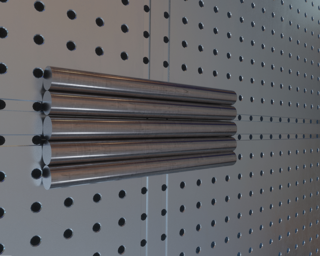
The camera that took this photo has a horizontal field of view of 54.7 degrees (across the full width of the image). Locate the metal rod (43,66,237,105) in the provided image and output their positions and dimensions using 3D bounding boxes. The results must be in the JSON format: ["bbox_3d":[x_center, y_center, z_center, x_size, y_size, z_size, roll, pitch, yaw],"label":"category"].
[{"bbox_3d":[0.001,-0.050,0.412,0.302,0.025,0.025,0,90,-40],"label":"metal rod"}]

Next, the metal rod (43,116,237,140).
[{"bbox_3d":[0.001,0.001,0.412,0.302,0.025,0.025,0,90,-40],"label":"metal rod"}]

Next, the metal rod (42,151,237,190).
[{"bbox_3d":[0.000,0.050,0.411,0.302,0.025,0.025,0,90,-40],"label":"metal rod"}]

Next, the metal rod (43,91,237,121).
[{"bbox_3d":[0.001,-0.025,0.412,0.302,0.025,0.025,0,90,-40],"label":"metal rod"}]

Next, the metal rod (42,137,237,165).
[{"bbox_3d":[0.001,0.026,0.411,0.302,0.025,0.025,0,90,-40],"label":"metal rod"}]
